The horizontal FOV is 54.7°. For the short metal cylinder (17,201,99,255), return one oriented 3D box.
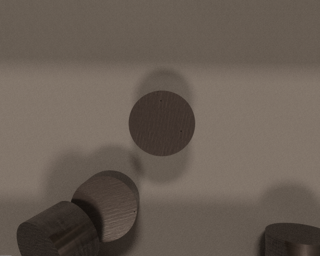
[{"bbox_3d":[-0.117,0.132,0.355,0.080,0.050,0.079,12,112,31],"label":"short metal cylinder"}]

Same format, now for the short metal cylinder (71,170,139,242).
[{"bbox_3d":[-0.068,0.098,0.398,0.081,0.050,0.079,0,90,-1],"label":"short metal cylinder"}]

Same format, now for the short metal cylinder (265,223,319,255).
[{"bbox_3d":[0.173,0.156,0.386,0.081,0.080,0.050,1,90,-1],"label":"short metal cylinder"}]

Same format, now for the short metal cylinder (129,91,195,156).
[{"bbox_3d":[0.002,-0.006,0.399,0.081,0.050,0.079,0,90,-1],"label":"short metal cylinder"}]
